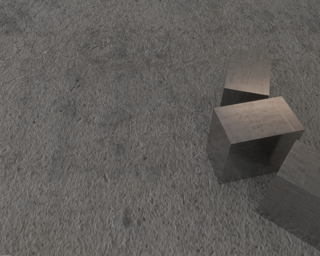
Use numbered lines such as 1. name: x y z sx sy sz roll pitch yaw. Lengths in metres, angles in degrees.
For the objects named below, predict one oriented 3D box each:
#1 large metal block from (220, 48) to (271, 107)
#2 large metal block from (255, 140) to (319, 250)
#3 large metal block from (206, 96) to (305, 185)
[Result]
1. large metal block: 0.108 -0.045 0.406 0.050 0.080 0.080 11 51 9
2. large metal block: 0.153 0.070 0.309 0.080 0.080 0.050 29 56 22
3. large metal block: 0.103 0.015 0.355 0.081 0.080 0.050 -10 51 -9
